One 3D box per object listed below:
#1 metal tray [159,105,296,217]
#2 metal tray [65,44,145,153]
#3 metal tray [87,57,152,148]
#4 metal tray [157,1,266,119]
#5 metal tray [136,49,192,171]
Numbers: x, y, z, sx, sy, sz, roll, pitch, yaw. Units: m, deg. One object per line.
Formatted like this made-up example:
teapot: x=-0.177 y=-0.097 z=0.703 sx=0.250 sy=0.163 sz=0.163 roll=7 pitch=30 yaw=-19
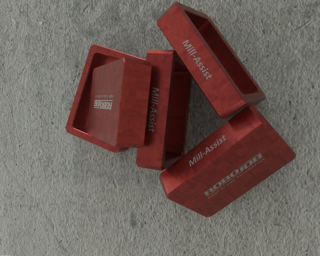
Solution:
metal tray: x=0.076 y=0.043 z=0.348 sx=0.130 sy=0.090 sz=0.030 roll=-40 pitch=43 yaw=15
metal tray: x=-0.070 y=-0.041 z=0.431 sx=0.090 sy=0.030 sz=0.129 roll=21 pitch=97 yaw=18
metal tray: x=-0.053 y=-0.030 z=0.368 sx=0.130 sy=0.030 sz=0.089 roll=11 pitch=95 yaw=64
metal tray: x=0.061 y=-0.076 z=0.351 sx=0.030 sy=0.091 sz=0.130 roll=-38 pitch=78 yaw=30
metal tray: x=0.009 y=-0.020 z=0.372 sx=0.030 sy=0.090 sz=0.129 roll=7 pitch=93 yaw=20
